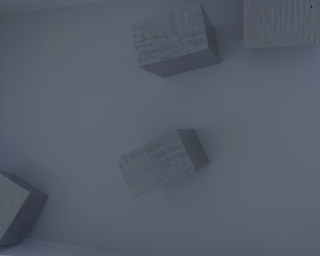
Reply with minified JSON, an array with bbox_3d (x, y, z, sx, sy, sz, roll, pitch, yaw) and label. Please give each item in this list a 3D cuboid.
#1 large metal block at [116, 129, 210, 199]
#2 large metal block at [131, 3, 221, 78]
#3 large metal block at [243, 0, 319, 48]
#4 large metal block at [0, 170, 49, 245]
[{"bbox_3d":[0.007,0.041,0.378,0.080,0.080,0.050,-27,82,18],"label":"large metal block"},{"bbox_3d":[0.023,-0.100,0.373,0.080,0.080,0.050,-11,87,19],"label":"large metal block"},{"bbox_3d":[0.134,-0.133,0.336,0.080,0.050,0.079,1,113,19],"label":"large metal block"},{"bbox_3d":[-0.232,0.117,0.464,0.080,0.050,0.080,25,78,18],"label":"large metal block"}]
